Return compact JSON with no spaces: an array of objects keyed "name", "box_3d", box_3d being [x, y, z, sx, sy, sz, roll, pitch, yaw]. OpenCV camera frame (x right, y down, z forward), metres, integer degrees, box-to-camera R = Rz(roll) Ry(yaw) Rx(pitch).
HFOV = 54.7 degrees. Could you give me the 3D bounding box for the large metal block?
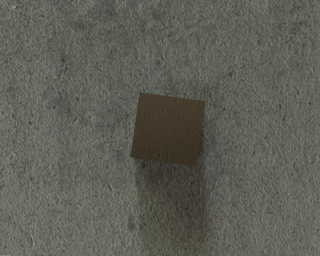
[{"name":"large metal block","box_3d":[0.010,0.001,0.399,0.081,0.050,0.080,8,90,-1]}]
